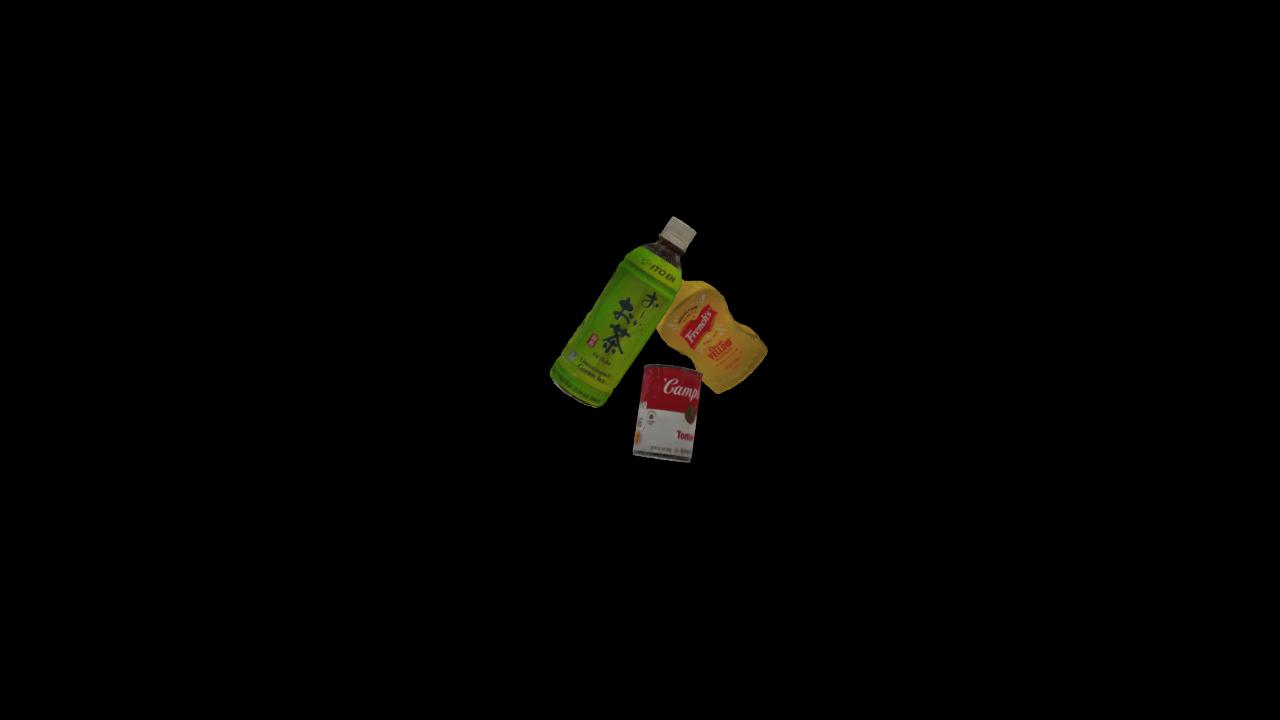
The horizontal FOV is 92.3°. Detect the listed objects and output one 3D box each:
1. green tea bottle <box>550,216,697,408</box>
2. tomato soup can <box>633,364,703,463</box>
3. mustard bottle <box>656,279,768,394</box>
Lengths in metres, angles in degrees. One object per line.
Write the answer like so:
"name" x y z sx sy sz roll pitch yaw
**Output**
"green tea bottle" -0.012 -0.053 0.645 0.073 0.212 0.073 33 7 -5
"tomato soup can" 0.030 0.060 0.686 0.068 0.101 0.068 9 -9 1
"mustard bottle" 0.069 -0.046 0.749 0.092 0.184 0.054 -39 25 14
